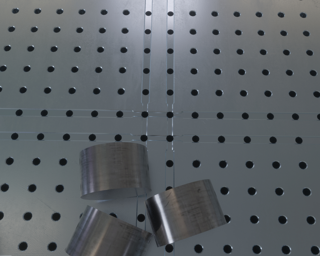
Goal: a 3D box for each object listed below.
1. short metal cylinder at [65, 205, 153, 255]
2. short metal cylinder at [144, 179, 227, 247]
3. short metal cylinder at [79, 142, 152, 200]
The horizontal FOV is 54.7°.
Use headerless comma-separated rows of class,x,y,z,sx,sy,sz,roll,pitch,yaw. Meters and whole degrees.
short metal cylinder,-0.054,0.124,0.337,0.080,0.080,0.050,22,72,7
short metal cylinder,0.028,0.095,0.348,0.081,0.080,0.050,-17,71,-6
short metal cylinder,-0.052,0.053,0.363,0.081,0.080,0.050,-6,70,-2
